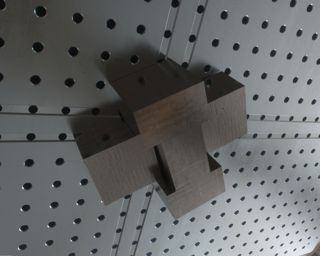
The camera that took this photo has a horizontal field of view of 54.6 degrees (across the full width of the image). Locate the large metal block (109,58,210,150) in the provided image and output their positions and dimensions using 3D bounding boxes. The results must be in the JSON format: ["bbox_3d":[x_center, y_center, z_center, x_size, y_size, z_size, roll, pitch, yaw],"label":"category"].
[{"bbox_3d":[-0.002,-0.031,0.354,0.080,0.080,0.050,-25,127,-13],"label":"large metal block"}]

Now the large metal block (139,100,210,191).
[{"bbox_3d":[0.016,0.017,0.394,0.050,0.080,0.080,-26,128,-12],"label":"large metal block"}]

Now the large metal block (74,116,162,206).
[{"bbox_3d":[-0.051,0.038,0.391,0.080,0.050,0.080,-24,127,-14],"label":"large metal block"}]

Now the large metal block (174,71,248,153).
[{"bbox_3d":[0.068,-0.018,0.419,0.080,0.050,0.080,-26,130,-12],"label":"large metal block"}]

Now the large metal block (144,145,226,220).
[{"bbox_3d":[0.032,0.066,0.433,0.080,0.080,0.050,-26,128,-13],"label":"large metal block"}]
